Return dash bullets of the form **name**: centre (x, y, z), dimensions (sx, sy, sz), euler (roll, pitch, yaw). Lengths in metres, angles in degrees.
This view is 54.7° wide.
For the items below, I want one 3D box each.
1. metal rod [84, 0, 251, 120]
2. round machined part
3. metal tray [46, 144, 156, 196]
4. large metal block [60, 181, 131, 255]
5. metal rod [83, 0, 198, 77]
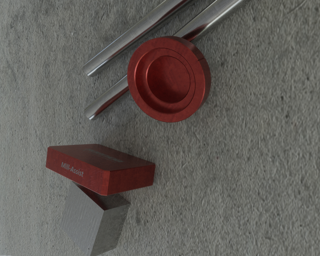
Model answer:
- **metal rod**: centre (-0.005, -0.088, 0.406), dimensions (0.299, 0.025, 0.025), euler (-32, 71, 35)
- **round machined part**: centre (0.014, -0.059, 0.366), dimensions (0.098, 0.042, 0.097), euler (11, 115, 25)
- **metal tray**: centre (-0.083, 0.052, 0.428), dimensions (0.130, 0.091, 0.030), euler (14, 99, 39)
- **large metal block**: centre (-0.100, 0.132, 0.468), dimensions (0.080, 0.050, 0.079), euler (29, 108, 36)
- **metal rod**: centre (-0.004, -0.144, 0.405), dimensions (0.299, 0.025, 0.025), euler (-25, 74, 36)
